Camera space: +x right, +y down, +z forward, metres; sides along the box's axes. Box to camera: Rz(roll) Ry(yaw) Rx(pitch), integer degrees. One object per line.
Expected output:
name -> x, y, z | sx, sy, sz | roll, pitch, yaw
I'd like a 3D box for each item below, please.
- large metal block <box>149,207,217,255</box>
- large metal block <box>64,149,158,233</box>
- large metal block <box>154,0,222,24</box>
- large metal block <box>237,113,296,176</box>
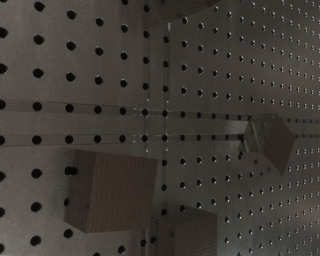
large metal block -> 0.032, 0.159, 0.423 | 0.081, 0.050, 0.079 | 1, 90, -40
large metal block -> -0.054, 0.069, 0.350 | 0.081, 0.050, 0.080 | 12, 83, -40
large metal block -> 0.032, -0.191, 0.402 | 0.050, 0.080, 0.080 | -40, 115, -33
large metal block -> 0.194, 0.029, 0.559 | 0.080, 0.050, 0.080 | 41, 65, -33
